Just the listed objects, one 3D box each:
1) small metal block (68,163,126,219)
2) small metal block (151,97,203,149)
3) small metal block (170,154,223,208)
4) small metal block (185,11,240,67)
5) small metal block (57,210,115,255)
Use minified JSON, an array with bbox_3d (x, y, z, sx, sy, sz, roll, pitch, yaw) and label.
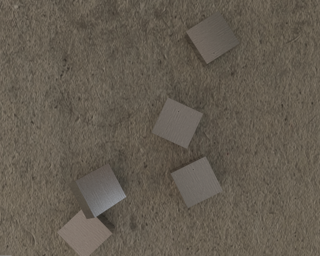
[{"bbox_3d":[-0.080,0.080,0.396,0.050,0.025,0.050,-28,90,-40],"label":"small metal block"},{"bbox_3d":[0.022,-0.006,0.410,0.050,0.025,0.050,25,90,0],"label":"small metal block"},{"bbox_3d":[0.047,0.070,0.410,0.050,0.025,0.050,-26,90,0],"label":"small metal block"},{"bbox_3d":[0.068,-0.117,0.410,0.050,0.025,0.050,-33,90,0],"label":"small metal block"},{"bbox_3d":[-0.096,0.134,0.409,0.050,0.025,0.050,-44,90,0],"label":"small metal block"}]
